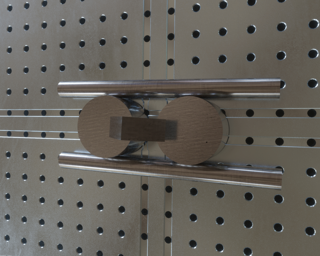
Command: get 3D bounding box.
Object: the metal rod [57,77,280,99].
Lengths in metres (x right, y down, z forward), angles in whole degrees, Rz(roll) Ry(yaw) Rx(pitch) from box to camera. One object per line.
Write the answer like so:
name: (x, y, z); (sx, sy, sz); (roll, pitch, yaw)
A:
metal rod: (-0.002, -0.052, 0.410); (0.301, 0.025, 0.025); (2, 91, 19)

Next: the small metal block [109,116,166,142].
small metal block: (-0.027, 0.001, 0.356); (0.050, 0.050, 0.025); (3, 91, -23)

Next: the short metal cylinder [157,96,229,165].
short metal cylinder: (0.041, 0.003, 0.381); (0.080, 0.050, 0.079); (0, 90, 20)

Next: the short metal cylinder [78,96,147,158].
short metal cylinder: (-0.062, -0.002, 0.418); (0.080, 0.050, 0.079); (0, 90, 20)

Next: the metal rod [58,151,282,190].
metal rod: (-0.001, 0.053, 0.409); (0.301, 0.025, 0.025); (3, 91, 19)
